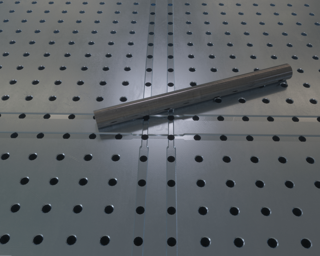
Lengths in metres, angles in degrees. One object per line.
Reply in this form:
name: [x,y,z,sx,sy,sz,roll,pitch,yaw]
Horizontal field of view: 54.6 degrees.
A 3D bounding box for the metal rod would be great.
metal rod: [0.056,-0.050,0.449,0.302,0.025,0.025,-15,52,-13]
